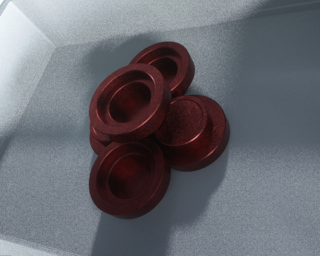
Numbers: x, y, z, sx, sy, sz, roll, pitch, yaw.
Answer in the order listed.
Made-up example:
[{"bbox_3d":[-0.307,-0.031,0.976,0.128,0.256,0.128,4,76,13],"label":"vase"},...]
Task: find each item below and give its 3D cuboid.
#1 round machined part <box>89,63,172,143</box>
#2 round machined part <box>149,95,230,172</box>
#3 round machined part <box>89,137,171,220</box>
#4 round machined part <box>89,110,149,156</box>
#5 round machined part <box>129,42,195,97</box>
[{"bbox_3d":[-0.031,-0.025,0.369,0.098,0.042,0.098,-13,56,20],"label":"round machined part"},{"bbox_3d":[0.031,0.000,0.375,0.098,0.042,0.098,-13,56,20],"label":"round machined part"},{"bbox_3d":[-0.032,0.060,0.371,0.098,0.042,0.098,-13,56,20],"label":"round machined part"},{"bbox_3d":[-0.056,-0.003,0.422,0.098,0.042,0.098,-13,56,20],"label":"round machined part"},{"bbox_3d":[0.002,-0.069,0.432,0.098,0.042,0.098,-13,56,20],"label":"round machined part"}]
